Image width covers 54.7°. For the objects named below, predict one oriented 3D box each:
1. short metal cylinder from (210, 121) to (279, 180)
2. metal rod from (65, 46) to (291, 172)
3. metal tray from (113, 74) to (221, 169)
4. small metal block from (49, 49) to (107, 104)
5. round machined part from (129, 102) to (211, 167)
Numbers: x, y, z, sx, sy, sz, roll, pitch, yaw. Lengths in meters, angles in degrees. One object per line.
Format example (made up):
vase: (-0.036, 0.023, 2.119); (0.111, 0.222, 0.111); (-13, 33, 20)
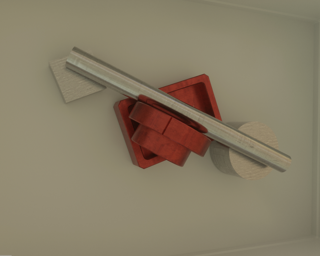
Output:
short metal cylinder: (0.119, 0.031, 0.441); (0.081, 0.050, 0.079); (0, 90, -21)
metal rod: (0.032, -0.016, 0.378); (0.301, 0.025, 0.025); (26, 81, -12)
metal tray: (0.015, -0.011, 0.412); (0.131, 0.030, 0.090); (-20, 97, -19)
small metal block: (-0.099, -0.062, 0.373); (0.050, 0.025, 0.050); (-23, 98, -19)
round machined part: (0.006, 0.011, 0.360); (0.098, 0.098, 0.042); (29, 88, -18)
